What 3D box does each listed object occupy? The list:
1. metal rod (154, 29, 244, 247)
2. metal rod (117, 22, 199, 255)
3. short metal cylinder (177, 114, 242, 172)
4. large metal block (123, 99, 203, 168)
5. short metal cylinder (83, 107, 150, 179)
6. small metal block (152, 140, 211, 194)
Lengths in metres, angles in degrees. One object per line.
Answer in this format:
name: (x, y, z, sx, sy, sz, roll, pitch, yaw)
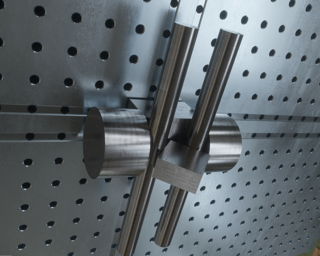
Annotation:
metal rod: (0.039, 0.031, 0.383, 0.025, 0.025, 0.298, 1, 118, -29)
metal rod: (-0.010, 0.032, 0.357, 0.025, 0.025, 0.298, 1, 118, -29)
short metal cylinder: (0.063, 0.020, 0.418, 0.050, 0.080, 0.079, 1, 118, -28)
large metal block: (-0.001, 0.012, 0.397, 0.081, 0.050, 0.079, 1, 118, -29)
short metal cylinder: (-0.052, 0.017, 0.353, 0.050, 0.080, 0.079, 1, 118, -29)
small metal block: (0.025, 0.042, 0.349, 0.050, 0.050, 0.025, 20, 115, 11)
